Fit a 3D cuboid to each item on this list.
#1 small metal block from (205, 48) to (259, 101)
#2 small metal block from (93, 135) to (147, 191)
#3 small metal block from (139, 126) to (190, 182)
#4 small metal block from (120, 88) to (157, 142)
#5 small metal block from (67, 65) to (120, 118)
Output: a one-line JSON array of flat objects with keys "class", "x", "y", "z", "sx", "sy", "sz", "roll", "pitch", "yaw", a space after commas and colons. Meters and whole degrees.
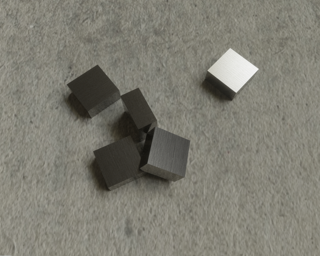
[{"class": "small metal block", "x": 0.101, "y": -0.076, "z": 0.437, "sx": 0.050, "sy": 0.025, "sz": 0.050, "roll": 41, "pitch": 75, "yaw": 13}, {"class": "small metal block", "x": -0.050, "y": 0.044, "z": 0.391, "sx": 0.050, "sy": 0.025, "sz": 0.050, "roll": -24, "pitch": 72, "yaw": -9}, {"class": "small metal block", "x": 0.006, "y": 0.033, "z": 0.382, "sx": 0.050, "sy": 0.025, "sz": 0.050, "roll": 23, "pitch": 58, "yaw": -19}, {"class": "small metal block", "x": -0.026, "y": -0.016, "z": 0.400, "sx": 0.025, "sy": 0.050, "sz": 0.050, "roll": -26, "pitch": 72, "yaw": -9}, {"class": "small metal block", "x": -0.090, "y": -0.050, "z": 0.425, "sx": 0.050, "sy": 0.025, "sz": 0.050, "roll": -37, "pitch": 74, "yaw": -13}]
